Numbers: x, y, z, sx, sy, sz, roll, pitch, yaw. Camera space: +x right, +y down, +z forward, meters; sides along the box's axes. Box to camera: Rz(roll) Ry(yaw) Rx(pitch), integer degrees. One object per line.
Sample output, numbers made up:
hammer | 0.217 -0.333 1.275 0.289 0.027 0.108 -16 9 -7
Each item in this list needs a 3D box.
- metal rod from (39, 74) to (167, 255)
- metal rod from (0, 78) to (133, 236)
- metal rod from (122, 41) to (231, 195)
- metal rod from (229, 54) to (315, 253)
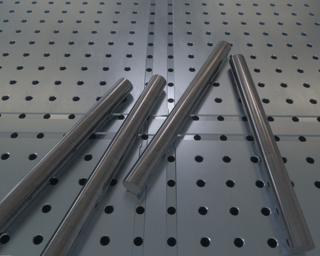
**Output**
metal rod | -0.057 0.036 0.377 0.025 0.025 0.301 17 52 14
metal rod | -0.125 0.035 0.377 0.025 0.025 0.301 23 54 18
metal rod | 0.038 -0.034 0.436 0.025 0.025 0.301 22 53 17
metal rod | 0.132 0.006 0.403 0.025 0.025 0.300 -2 50 -2
